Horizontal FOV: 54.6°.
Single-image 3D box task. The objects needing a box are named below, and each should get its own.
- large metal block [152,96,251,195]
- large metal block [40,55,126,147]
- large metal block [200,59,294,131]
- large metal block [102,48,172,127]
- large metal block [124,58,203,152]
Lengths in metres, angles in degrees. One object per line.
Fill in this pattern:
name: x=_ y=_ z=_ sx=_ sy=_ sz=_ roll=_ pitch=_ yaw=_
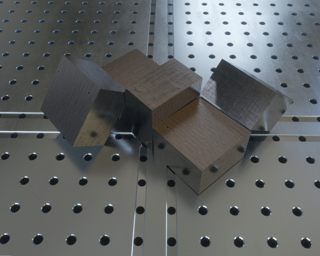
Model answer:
large metal block: x=0.048 y=0.018 z=0.376 sx=0.080 sy=0.050 sz=0.080 roll=-34 pitch=56 yaw=-25
large metal block: x=-0.095 y=-0.033 z=0.390 sx=0.080 sy=0.080 sz=0.050 roll=42 pitch=22 yaw=29
large metal block: x=0.113 y=-0.040 z=0.399 sx=0.080 sy=0.050 sz=0.080 roll=42 pitch=21 yaw=28
large metal block: x=-0.038 y=-0.057 z=0.439 sx=0.080 sy=0.050 sz=0.080 roll=-35 pitch=59 yaw=-24
large metal block: x=0.004 y=-0.029 z=0.396 sx=0.080 sy=0.080 sz=0.050 roll=-35 pitch=59 yaw=-26
